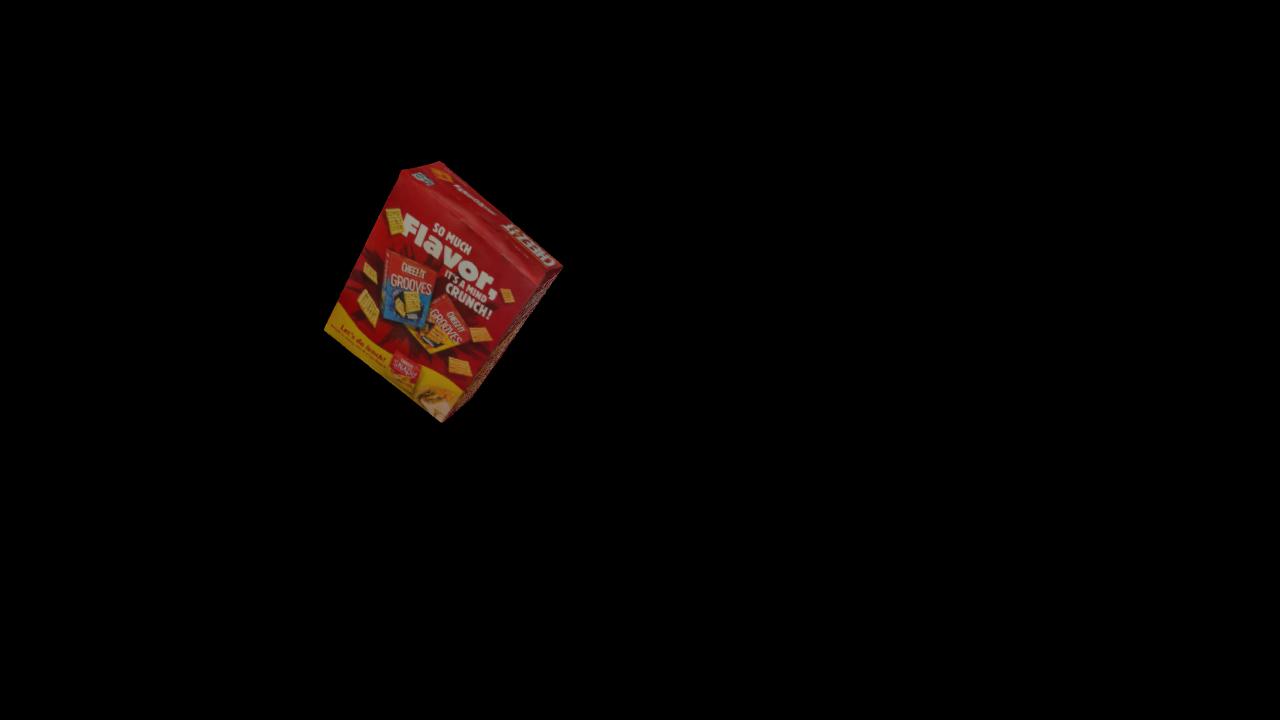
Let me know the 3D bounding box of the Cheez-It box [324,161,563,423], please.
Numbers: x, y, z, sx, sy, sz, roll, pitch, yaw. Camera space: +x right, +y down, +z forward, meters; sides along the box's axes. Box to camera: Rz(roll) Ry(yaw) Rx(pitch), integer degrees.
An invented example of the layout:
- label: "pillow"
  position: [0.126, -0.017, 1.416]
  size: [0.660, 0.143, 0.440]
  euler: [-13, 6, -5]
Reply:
- label: "Cheez-It box"
  position: [-0.208, -0.064, 0.638]
  size: [0.166, 0.223, 0.071]
  euler: [39, 31, -3]
